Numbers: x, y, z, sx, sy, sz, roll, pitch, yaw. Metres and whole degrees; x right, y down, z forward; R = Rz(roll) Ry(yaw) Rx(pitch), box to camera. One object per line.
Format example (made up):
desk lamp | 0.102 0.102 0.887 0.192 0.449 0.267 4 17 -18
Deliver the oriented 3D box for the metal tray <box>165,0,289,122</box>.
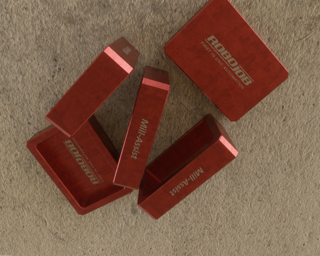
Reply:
metal tray | 0.080 -0.082 0.379 0.090 0.030 0.130 -43 105 13

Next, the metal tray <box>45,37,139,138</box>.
metal tray | -0.066 -0.051 0.335 0.030 0.130 0.090 42 104 -14

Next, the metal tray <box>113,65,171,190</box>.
metal tray | -0.022 -0.003 0.374 0.030 0.090 0.129 16 109 -6

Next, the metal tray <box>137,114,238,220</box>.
metal tray | 0.030 0.046 0.393 0.130 0.090 0.030 -41 105 13

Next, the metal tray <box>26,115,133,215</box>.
metal tray | -0.104 0.048 0.424 0.090 0.030 0.130 -27 108 9
